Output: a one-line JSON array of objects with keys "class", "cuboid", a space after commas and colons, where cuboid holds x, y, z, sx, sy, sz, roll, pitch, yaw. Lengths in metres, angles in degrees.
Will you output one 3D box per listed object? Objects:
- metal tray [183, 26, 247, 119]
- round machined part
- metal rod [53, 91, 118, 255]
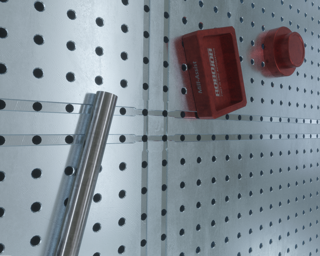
[{"class": "metal tray", "cuboid": [0.088, -0.086, 0.481, 0.091, 0.030, 0.129, -21, 104, -38]}, {"class": "round machined part", "cuboid": [0.251, -0.151, 0.612, 0.099, 0.042, 0.097, 0, 90, -40]}, {"class": "metal rod", "cuboid": [-0.093, 0.105, 0.332, 0.025, 0.025, 0.299, 21, 77, -39]}]
